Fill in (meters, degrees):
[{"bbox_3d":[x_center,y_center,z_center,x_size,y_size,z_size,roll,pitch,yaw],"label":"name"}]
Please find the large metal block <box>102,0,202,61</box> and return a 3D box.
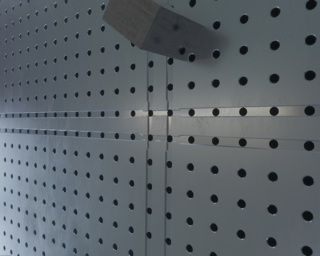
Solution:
[{"bbox_3d":[-0.010,-0.131,0.382,0.080,0.081,0.050,44,117,31],"label":"large metal block"}]
